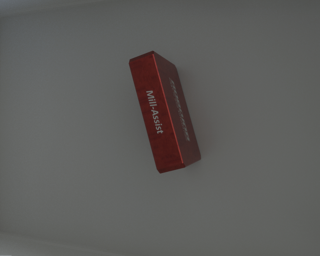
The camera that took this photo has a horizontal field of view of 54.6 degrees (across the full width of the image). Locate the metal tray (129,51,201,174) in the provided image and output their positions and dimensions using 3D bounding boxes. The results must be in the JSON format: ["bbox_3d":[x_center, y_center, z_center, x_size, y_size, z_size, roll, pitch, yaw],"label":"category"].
[{"bbox_3d":[0.009,-0.017,0.370,0.030,0.090,0.129,-17,85,18],"label":"metal tray"}]
